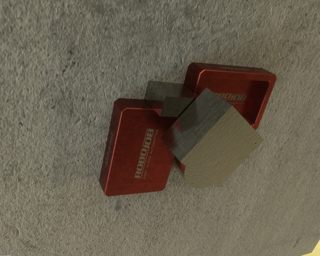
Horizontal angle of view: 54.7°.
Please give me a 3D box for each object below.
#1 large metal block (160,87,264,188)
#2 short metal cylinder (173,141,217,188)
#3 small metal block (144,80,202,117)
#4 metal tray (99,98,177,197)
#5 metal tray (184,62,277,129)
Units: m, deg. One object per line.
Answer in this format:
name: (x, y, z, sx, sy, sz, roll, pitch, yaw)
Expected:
large metal block: (0.063, 0.013, 0.368, 0.080, 0.050, 0.080, -48, 129, 6)
short metal cylinder: (0.059, 0.040, 0.449, 0.081, 0.050, 0.079, -13, 124, -20)
small metal block: (0.015, -0.036, 0.378, 0.050, 0.050, 0.025, 1, 118, -29)
metal tray: (-0.024, 0.027, 0.410, 0.091, 0.030, 0.129, 1, 118, -29)
metal tray: (0.092, -0.040, 0.431, 0.131, 0.030, 0.089, -2, 119, -28)
